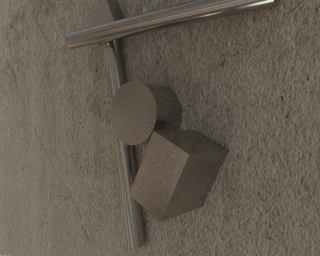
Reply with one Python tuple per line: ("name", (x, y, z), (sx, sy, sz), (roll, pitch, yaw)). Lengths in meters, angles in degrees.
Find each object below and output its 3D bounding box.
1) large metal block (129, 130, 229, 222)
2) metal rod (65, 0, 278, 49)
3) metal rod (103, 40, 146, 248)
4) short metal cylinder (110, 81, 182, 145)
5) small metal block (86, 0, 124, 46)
("large metal block", (0.023, 0.049, 0.349), (0.050, 0.081, 0.079), (33, 110, 35))
("metal rod", (-0.010, -0.134, 0.391), (0.300, 0.025, 0.025), (0, 90, 33))
("metal rod", (-0.052, 0.016, 0.445), (0.025, 0.025, 0.298), (-13, 82, 39))
("short metal cylinder", (-0.019, -0.018, 0.402), (0.080, 0.050, 0.079), (0, 90, 39))
("small metal block", (-0.081, -0.160, 0.470), (0.050, 0.025, 0.050), (-29, 72, 35))
